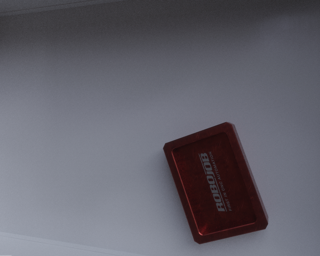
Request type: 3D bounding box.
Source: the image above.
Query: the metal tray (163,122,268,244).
[{"bbox_3d":[0.068,0.067,0.383,0.090,0.030,0.129,-21,83,18],"label":"metal tray"}]
